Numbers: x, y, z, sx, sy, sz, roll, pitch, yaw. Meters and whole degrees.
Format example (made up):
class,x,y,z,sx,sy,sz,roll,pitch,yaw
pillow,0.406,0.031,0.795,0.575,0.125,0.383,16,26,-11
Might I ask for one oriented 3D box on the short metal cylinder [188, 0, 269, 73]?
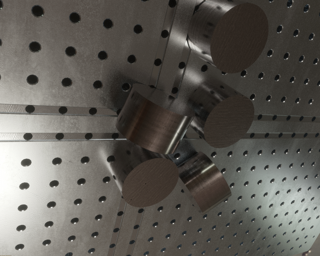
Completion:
class,x,y,z,sx,sy,sz,roll,pitch,yaw
short metal cylinder,0.081,-0.112,0.372,0.081,0.050,0.079,-14,125,-21

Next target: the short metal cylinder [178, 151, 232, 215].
class,x,y,z,sx,sy,sz,roll,pitch,yaw
short metal cylinder,0.061,0.082,0.462,0.050,0.080,0.080,-33,129,-7

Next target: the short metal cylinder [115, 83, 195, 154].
class,x,y,z,sx,sy,sz,roll,pitch,yaw
short metal cylinder,-0.006,-0.012,0.367,0.081,0.080,0.050,15,111,-35

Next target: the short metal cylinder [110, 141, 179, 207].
class,x,y,z,sx,sy,sz,roll,pitch,yaw
short metal cylinder,-0.022,0.060,0.422,0.081,0.050,0.079,-14,125,-21

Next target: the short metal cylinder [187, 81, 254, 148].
class,x,y,z,sx,sy,sz,roll,pitch,yaw
short metal cylinder,0.082,-0.019,0.430,0.081,0.050,0.079,-14,124,-21
